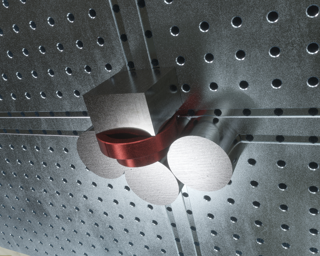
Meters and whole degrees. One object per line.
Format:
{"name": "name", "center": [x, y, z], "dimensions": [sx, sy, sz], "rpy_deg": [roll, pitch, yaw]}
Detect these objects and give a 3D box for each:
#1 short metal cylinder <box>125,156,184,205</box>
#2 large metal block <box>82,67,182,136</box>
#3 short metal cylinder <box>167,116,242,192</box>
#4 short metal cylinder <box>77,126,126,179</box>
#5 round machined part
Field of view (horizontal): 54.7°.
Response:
{"name": "short metal cylinder", "center": [-0.002, 0.061, 0.434], "dimensions": [0.080, 0.050, 0.079], "rpy_deg": [13, 124, 21]}
{"name": "large metal block", "center": [-0.029, -0.033, 0.370], "dimensions": [0.080, 0.080, 0.050], "rpy_deg": [1, 119, 28]}
{"name": "short metal cylinder", "center": [0.056, 0.032, 0.386], "dimensions": [0.080, 0.050, 0.079], "rpy_deg": [13, 124, 21]}
{"name": "short metal cylinder", "center": [-0.072, 0.027, 0.450], "dimensions": [0.080, 0.050, 0.079], "rpy_deg": [13, 124, 21]}
{"name": "round machined part", "center": [-0.026, 0.013, 0.383], "dimensions": [0.098, 0.098, 0.042], "rpy_deg": [2, 119, 27]}
